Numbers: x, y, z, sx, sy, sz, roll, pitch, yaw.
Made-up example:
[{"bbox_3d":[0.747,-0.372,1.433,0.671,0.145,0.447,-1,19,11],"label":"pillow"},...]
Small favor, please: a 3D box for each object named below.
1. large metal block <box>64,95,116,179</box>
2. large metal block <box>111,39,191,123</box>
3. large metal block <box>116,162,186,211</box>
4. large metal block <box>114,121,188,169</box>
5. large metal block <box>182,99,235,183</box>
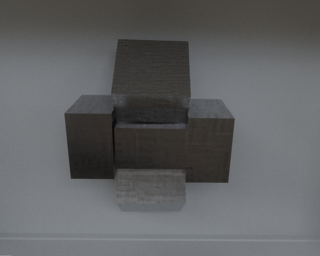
[{"bbox_3d":[-0.078,0.008,0.383,0.050,0.080,0.079,1,110,0],"label":"large metal block"},{"bbox_3d":[-0.009,-0.054,0.354,0.081,0.080,0.050,2,148,-1],"label":"large metal block"},{"bbox_3d":[-0.011,0.078,0.402,0.081,0.080,0.050,0,68,-2],"label":"large metal block"},{"bbox_3d":[-0.010,0.010,0.384,0.081,0.080,0.050,1,110,-1],"label":"large metal block"},{"bbox_3d":[0.055,0.013,0.386,0.050,0.080,0.079,1,110,0],"label":"large metal block"}]
